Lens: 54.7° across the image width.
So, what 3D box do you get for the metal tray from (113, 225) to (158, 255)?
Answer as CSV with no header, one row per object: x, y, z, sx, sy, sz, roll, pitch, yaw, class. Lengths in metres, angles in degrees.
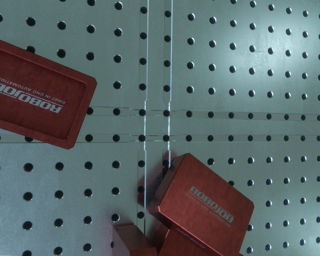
-0.033,0.193,0.367,0.030,0.090,0.129,1,90,-20,metal tray

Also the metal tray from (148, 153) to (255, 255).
0.059,0.106,0.414,0.130,0.030,0.090,38,59,-13,metal tray

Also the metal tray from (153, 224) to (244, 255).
0.045,0.195,0.428,0.131,0.030,0.090,28,81,-18,metal tray

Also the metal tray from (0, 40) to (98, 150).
-0.150,-0.037,0.354,0.131,0.030,0.090,21,83,-19,metal tray
